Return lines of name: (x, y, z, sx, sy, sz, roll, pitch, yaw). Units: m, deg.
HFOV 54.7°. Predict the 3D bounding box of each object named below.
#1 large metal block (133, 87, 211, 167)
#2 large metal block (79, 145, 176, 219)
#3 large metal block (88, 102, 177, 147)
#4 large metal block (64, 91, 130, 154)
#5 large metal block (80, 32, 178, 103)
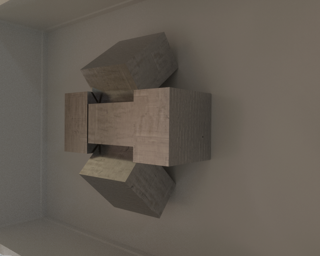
large metal block: (0.016, -0.002, 0.357, 0.050, 0.081, 0.080, 1, 91, 40)
large metal block: (-0.040, 0.065, 0.393, 0.080, 0.080, 0.050, 1, 49, 39)
large metal block: (-0.034, -0.005, 0.398, 0.080, 0.081, 0.050, 1, 91, 40)
large metal block: (-0.086, -0.007, 0.441, 0.050, 0.081, 0.080, 1, 91, 40)
large metal block: (-0.037, -0.075, 0.392, 0.080, 0.080, 0.050, 2, 129, 40)
